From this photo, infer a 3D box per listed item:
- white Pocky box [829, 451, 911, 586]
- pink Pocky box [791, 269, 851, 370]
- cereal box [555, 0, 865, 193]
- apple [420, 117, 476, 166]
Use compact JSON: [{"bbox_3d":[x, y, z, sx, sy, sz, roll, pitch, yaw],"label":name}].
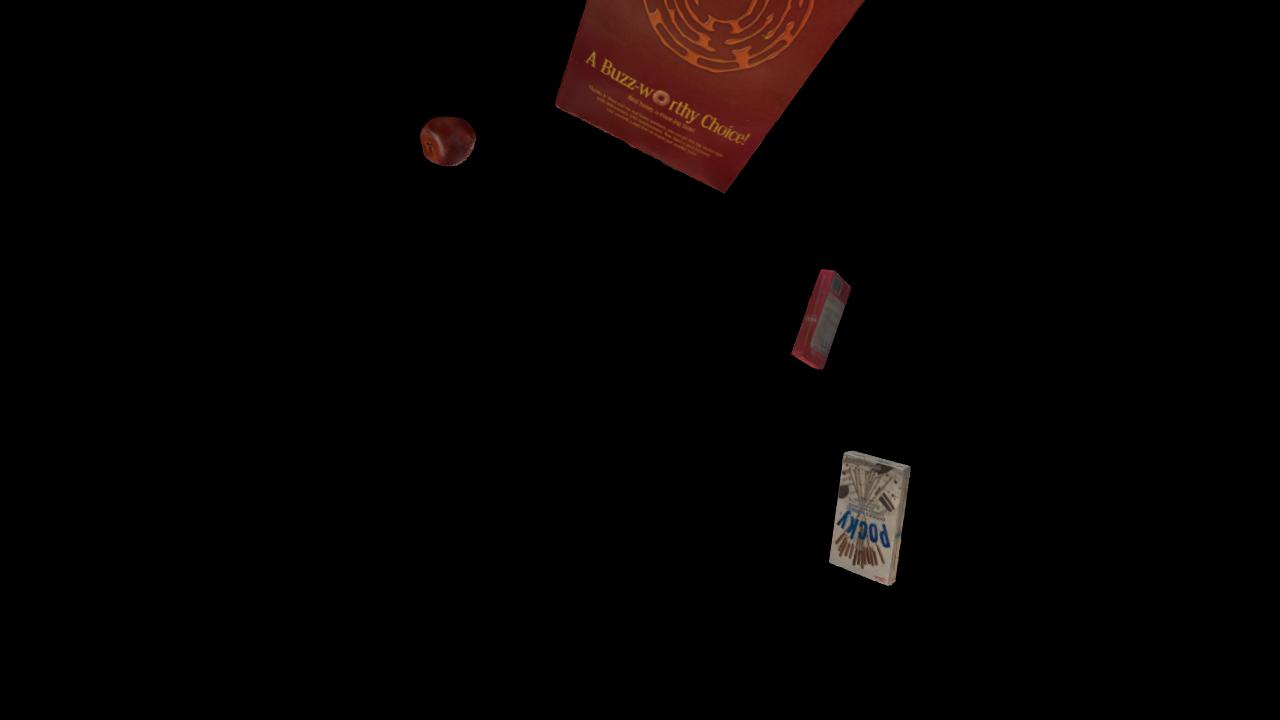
[{"bbox_3d":[0.296,0.202,0.795,0.028,0.154,0.084,-1,9,-45],"label":"white Pocky box"},{"bbox_3d":[0.307,-0.067,1.039,0.029,0.155,0.084,18,-3,41],"label":"pink Pocky box"},{"bbox_3d":[0.064,-0.308,0.531,0.203,0.081,0.306,23,-33,-10],"label":"cereal box"},{"bbox_3d":[-0.315,-0.361,1.012,0.079,0.079,0.093,0,27,38],"label":"apple"}]
